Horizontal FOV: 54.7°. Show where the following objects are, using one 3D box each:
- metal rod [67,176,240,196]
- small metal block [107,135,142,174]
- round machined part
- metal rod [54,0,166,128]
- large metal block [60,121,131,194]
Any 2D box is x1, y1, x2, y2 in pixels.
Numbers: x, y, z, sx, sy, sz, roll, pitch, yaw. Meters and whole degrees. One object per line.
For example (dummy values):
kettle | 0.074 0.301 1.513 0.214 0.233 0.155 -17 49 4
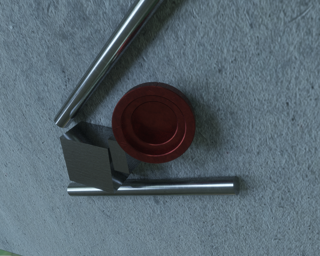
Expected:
metal rod | -0.029 0.092 0.477 0.300 0.025 0.025 -8 115 31
small metal block | -0.042 0.027 0.427 0.025 0.050 0.050 10 123 28
round machined part | -0.006 -0.009 0.379 0.099 0.042 0.097 2 112 6
metal rod | -0.063 -0.088 0.384 0.025 0.025 0.299 45 129 -4
large metal block | -0.094 0.043 0.465 0.080 0.050 0.079 11 123 21
